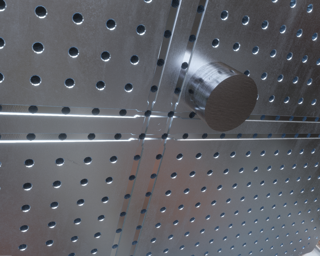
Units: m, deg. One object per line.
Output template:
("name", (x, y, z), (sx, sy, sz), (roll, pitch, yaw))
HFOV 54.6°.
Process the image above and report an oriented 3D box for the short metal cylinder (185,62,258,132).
("short metal cylinder", (0.081, -0.042, 0.412), (0.081, 0.050, 0.080), (-14, 124, -21))
